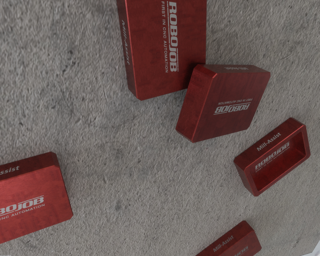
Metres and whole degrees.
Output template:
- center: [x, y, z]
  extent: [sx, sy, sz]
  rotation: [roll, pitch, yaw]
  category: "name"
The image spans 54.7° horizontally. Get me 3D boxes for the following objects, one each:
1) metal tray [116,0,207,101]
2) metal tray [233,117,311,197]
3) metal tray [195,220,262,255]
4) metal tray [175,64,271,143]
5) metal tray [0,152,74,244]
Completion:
- center: [0.005, -0.102, 0.343]
  extent: [0.091, 0.030, 0.129]
  rotation: [-17, 125, -19]
  category: "metal tray"
- center: [0.200, 0.052, 0.544]
  extent: [0.130, 0.030, 0.090]
  rotation: [-35, 129, -5]
  category: "metal tray"
- center: [0.143, 0.259, 0.642]
  extent: [0.130, 0.030, 0.090]
  rotation: [-34, 129, -6]
  category: "metal tray"
- center: [0.085, -0.035, 0.404]
  extent: [0.131, 0.030, 0.089]
  rotation: [-10, 125, -43]
  category: "metal tray"
- center: [-0.177, 0.088, 0.361]
  extent: [0.131, 0.030, 0.089]
  rotation: [-16, 125, -20]
  category: "metal tray"
